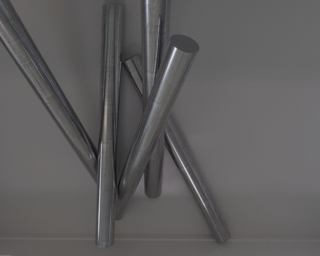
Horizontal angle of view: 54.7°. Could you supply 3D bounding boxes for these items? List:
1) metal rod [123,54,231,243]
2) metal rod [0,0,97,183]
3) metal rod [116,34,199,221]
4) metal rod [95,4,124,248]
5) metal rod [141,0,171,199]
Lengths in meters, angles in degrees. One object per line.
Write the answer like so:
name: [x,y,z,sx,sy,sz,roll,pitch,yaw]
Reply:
metal rod: [0.030,0.040,0.426,0.025,0.025,0.299,-25,108,9]
metal rod: [-0.111,-0.024,0.339,0.025,0.025,0.299,-14,134,5]
metal rod: [-0.022,0.029,0.354,0.025,0.025,0.298,17,135,-6]
metal rod: [-0.064,0.006,0.385,0.025,0.025,0.298,3,100,-2]
metal rod: [-0.006,-0.016,0.343,0.025,0.025,0.298,1,134,-1]
